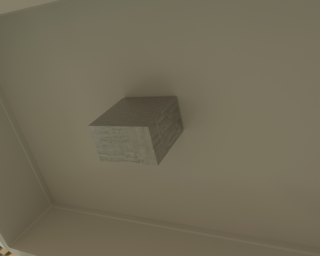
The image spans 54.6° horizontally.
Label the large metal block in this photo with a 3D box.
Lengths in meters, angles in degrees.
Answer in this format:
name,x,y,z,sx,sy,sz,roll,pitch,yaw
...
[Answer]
name,x,y,z,sx,sy,sz,roll,pitch,yaw
large metal block,-0.027,0.001,0.385,0.080,0.080,0.050,1,119,27
